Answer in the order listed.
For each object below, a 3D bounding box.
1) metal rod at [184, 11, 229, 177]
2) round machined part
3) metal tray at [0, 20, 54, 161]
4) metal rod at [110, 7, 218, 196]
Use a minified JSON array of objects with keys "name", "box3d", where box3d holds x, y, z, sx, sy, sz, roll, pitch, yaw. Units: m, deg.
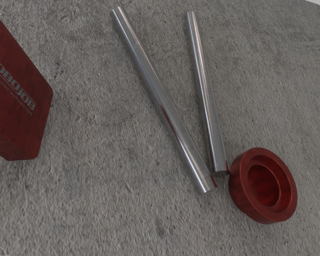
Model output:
[{"name":"metal rod","box3d":[0.068,-0.069,0.482,0.025,0.025,0.299,9,58,-24]},{"name":"round machined part","box3d":[0.131,0.079,0.412,0.099,0.042,0.098,15,58,-25]},{"name":"metal tray","box3d":[-0.149,-0.037,0.283,0.030,0.130,0.090,-5,58,9]},{"name":"metal rod","box3d":[-0.002,-0.049,0.432,0.025,0.025,0.299,-14,69,-34]}]
